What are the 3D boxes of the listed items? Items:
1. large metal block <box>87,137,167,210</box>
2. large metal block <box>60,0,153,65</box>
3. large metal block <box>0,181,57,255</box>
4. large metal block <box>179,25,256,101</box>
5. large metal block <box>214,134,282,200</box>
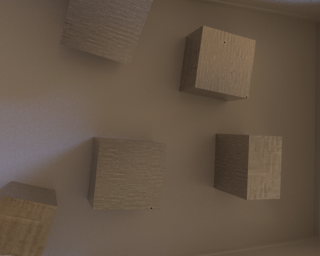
[{"bbox_3d":[-0.042,0.055,0.382,0.081,0.050,0.080,6,88,-20],"label":"large metal block"},{"bbox_3d":[-0.062,-0.129,0.354,0.081,0.050,0.079,13,122,-20],"label":"large metal block"},{"bbox_3d":[-0.147,0.107,0.327,0.050,0.080,0.080,18,84,-19],"label":"large metal block"},{"bbox_3d":[0.078,-0.085,0.426,0.081,0.050,0.080,9,87,-20],"label":"large metal block"},{"bbox_3d":[0.118,0.049,0.425,0.050,0.080,0.080,3,89,-20],"label":"large metal block"}]
